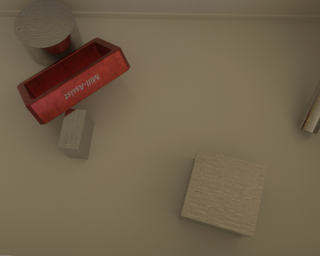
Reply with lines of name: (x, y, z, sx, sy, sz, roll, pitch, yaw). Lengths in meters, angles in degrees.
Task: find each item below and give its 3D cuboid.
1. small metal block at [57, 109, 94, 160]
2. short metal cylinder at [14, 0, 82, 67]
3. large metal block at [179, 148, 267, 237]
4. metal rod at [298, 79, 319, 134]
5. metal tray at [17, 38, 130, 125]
small metal block: (-0.105, 0.009, 0.392, 0.025, 0.050, 0.050, 6, 70, 2)
short metal cylinder: (-0.157, -0.134, 0.444, 0.081, 0.050, 0.080, 0, 70, 0)
large metal block: (0.072, 0.078, 0.369, 0.080, 0.050, 0.080, 16, 71, 5)
metal rod: (0.245, -0.134, 0.381, 0.025, 0.025, 0.298, 21, 103, 7)
metal tray: (-0.114, -0.066, 0.403, 0.131, 0.030, 0.090, -36, 36, -13)
